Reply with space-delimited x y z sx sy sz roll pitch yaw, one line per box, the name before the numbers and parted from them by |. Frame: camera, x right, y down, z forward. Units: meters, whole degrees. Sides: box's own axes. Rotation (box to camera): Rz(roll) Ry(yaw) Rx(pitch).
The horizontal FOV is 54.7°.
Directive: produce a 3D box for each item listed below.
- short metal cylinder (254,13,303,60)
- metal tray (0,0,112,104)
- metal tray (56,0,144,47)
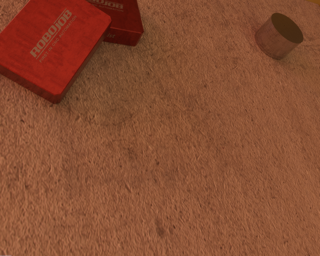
short metal cylinder | 0.242 -0.187 0.632 0.081 0.050 0.080 14 56 -21
metal tray | -0.128 -0.105 0.374 0.090 0.030 0.130 31 66 -10
metal tray | -0.095 -0.172 0.455 0.131 0.030 0.090 2 61 -27
